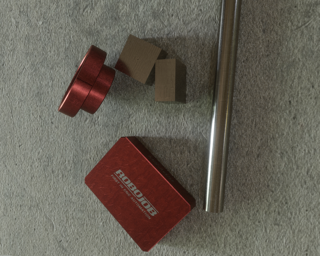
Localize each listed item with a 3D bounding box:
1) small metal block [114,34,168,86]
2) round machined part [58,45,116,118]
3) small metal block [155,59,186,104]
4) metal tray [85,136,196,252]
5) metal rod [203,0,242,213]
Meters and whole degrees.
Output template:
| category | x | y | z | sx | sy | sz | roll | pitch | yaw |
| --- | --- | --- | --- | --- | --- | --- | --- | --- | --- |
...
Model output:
| category | x | y | z | sx | sy | sz | roll | pitch | yaw |
| --- | --- | --- | --- | --- | --- | --- | --- | --- | --- |
| small metal block | -0.026 | -0.091 | 0.417 | 0.050 | 0.025 | 0.050 | 30 | 99 | 17 |
| round machined part | -0.094 | -0.057 | 0.412 | 0.042 | 0.098 | 0.098 | 27 | 101 | -20 |
| small metal block | 0.015 | -0.057 | 0.390 | 0.025 | 0.050 | 0.050 | 1 | 90 | 20 |
| metal tray | -0.028 | 0.085 | 0.415 | 0.130 | 0.030 | 0.090 | 46 | 104 | 14 |
| metal rod | 0.078 | -0.047 | 0.381 | 0.025 | 0.025 | 0.298 | 5 | 92 | 19 |
